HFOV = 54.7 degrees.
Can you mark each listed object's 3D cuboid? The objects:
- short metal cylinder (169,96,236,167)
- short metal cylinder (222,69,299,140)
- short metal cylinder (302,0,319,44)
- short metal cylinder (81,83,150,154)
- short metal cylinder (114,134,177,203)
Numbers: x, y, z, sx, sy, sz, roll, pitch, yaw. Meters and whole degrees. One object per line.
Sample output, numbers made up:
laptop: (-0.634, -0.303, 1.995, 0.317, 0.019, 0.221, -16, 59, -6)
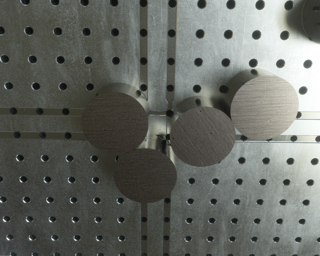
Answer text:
short metal cylinder: (0.052, 0.003, 0.402, 0.081, 0.050, 0.079, 0, 110, 0)
short metal cylinder: (0.124, -0.031, 0.389, 0.081, 0.050, 0.079, 0, 110, 0)
short metal cylinder: (0.213, -0.132, 0.353, 0.081, 0.050, 0.079, 0, 110, 0)
short metal cylinder: (-0.054, -0.013, 0.394, 0.081, 0.050, 0.079, 0, 110, 0)
short metal cylinder: (-0.018, 0.054, 0.420, 0.081, 0.050, 0.079, 0, 110, 0)
